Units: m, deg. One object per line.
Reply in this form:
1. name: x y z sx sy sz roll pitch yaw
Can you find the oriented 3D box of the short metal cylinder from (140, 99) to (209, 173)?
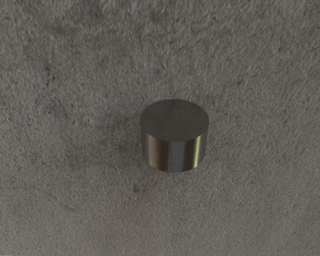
1. short metal cylinder: 0.017 0.008 0.378 0.081 0.080 0.050 0 130 0
